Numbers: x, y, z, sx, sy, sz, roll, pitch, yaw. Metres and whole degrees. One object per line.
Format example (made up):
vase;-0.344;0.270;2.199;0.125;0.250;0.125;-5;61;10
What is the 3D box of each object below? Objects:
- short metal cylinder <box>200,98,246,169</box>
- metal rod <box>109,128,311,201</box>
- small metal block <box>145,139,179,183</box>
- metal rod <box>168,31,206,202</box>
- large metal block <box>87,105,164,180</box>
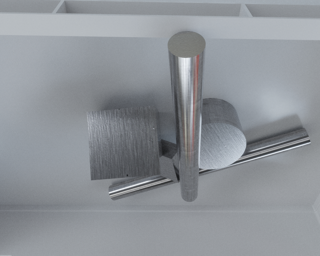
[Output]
short metal cylinder;0.066;0.008;0.401;0.081;0.050;0.079;-1;130;0
metal rod;0.062;0.058;0.459;0.301;0.025;0.025;-19;128;14
small metal block;0.007;0.043;0.430;0.050;0.025;0.050;18;141;32
metal rod;0.031;0.021;0.332;0.025;0.025;0.299;-4;149;3
large metal block;-0.040;0.020;0.381;0.080;0.080;0.050;-5;173;4
